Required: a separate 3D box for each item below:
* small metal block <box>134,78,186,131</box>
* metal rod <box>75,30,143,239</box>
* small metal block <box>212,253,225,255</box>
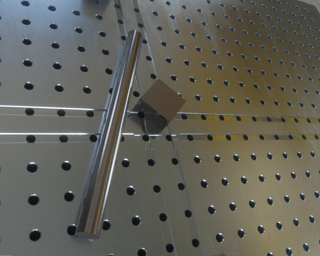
[{"bbox_3d":[0.001,-0.033,0.430,0.050,0.025,0.050,39,51,-2],"label":"small metal block"},{"bbox_3d":[-0.055,-0.017,0.389,0.025,0.025,0.300,20,54,-17],"label":"metal rod"},{"bbox_3d":[0.050,0.163,0.321,0.025,0.050,0.050,42,51,0],"label":"small metal block"}]
